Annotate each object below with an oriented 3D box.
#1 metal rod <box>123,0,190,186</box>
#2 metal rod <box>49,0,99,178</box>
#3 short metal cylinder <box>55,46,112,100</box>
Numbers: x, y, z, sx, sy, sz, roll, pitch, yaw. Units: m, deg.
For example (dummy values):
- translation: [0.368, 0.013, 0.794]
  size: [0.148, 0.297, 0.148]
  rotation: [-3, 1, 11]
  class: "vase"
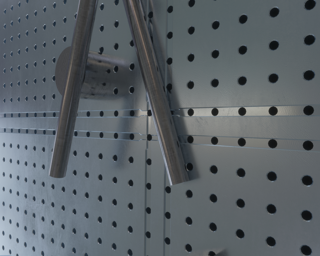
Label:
- translation: [-0.012, -0.072, 0.418]
  size: [0.025, 0.025, 0.299]
  rotation: [-24, 75, 37]
  class: "metal rod"
- translation: [-0.123, -0.071, 0.445]
  size: [0.025, 0.025, 0.298]
  rotation: [22, 104, 38]
  class: "metal rod"
- translation: [-0.123, -0.086, 0.494]
  size: [0.080, 0.050, 0.079]
  rotation: [0, 90, 40]
  class: "short metal cylinder"
